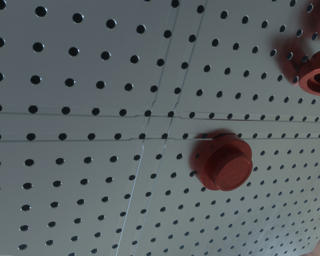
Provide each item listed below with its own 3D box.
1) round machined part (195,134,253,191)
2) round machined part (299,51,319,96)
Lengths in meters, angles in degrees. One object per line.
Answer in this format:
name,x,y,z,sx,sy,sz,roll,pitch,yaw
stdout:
round machined part,0.108,0.062,0.497,0.099,0.042,0.097,-14,124,-21
round machined part,0.263,-0.086,0.466,0.098,0.098,0.042,24,69,-37
